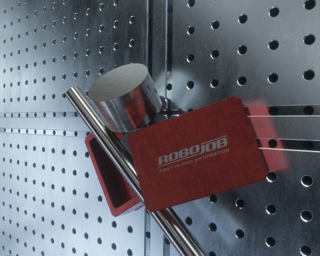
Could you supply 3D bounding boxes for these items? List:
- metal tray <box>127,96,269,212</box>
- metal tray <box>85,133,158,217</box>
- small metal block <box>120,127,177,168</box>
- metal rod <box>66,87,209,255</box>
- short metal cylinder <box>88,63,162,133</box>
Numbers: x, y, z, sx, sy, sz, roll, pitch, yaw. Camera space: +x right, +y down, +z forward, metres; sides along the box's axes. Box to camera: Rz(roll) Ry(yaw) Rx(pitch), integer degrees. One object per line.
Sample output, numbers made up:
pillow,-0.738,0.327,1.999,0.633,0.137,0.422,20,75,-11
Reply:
metal tray,0.038,0.030,0.336,0.130,0.030,0.090,-19,77,13
metal tray,-0.054,0.049,0.445,0.090,0.030,0.130,-39,67,33
small metal block,-0.014,0.024,0.399,0.050,0.050,0.025,48,119,29
metal rod,-0.045,0.045,0.402,0.300,0.025,0.025,49,119,28
short metal cylinder,-0.044,-0.039,0.397,0.080,0.080,0.050,11,139,39
